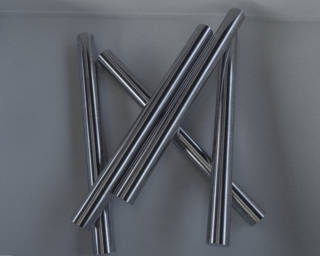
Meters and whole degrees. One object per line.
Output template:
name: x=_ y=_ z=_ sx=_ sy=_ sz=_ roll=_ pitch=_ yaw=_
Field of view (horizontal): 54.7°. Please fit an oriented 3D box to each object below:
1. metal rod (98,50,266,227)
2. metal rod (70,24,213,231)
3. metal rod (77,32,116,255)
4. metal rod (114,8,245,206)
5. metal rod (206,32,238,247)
metal rod: x=0.019 y=0.003 z=0.408 sx=0.025 sy=0.025 sz=0.300 roll=-39 pitch=75 yaw=-13
metal rod: x=-0.013 y=-0.014 z=0.387 sx=0.025 sy=0.025 sz=0.300 roll=29 pitch=72 yaw=9
metal rod: x=-0.087 y=0.005 z=0.406 sx=0.025 sy=0.025 sz=0.299 roll=-8 pitch=70 yaw=-3
metal rod: x=0.034 y=-0.040 z=0.396 sx=0.025 sy=0.025 sz=0.300 roll=29 pitch=72 yaw=9
metal rod: x=0.082 y=-0.008 z=0.394 sx=0.025 sy=0.025 sz=0.299 roll=8 pitch=63 yaw=2
